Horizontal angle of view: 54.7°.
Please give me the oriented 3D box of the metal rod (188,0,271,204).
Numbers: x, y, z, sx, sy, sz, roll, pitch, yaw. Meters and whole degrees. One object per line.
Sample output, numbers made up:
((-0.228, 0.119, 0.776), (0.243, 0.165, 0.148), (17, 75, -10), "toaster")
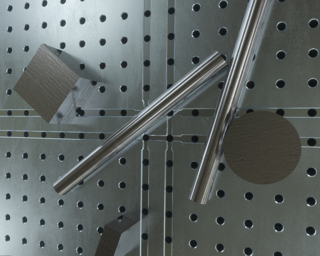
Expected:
((0.090, -0.051, 0.380), (0.025, 0.025, 0.298), (18, 96, 19), "metal rod")

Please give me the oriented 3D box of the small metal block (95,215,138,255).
((-0.059, 0.152, 0.420), (0.025, 0.050, 0.050), (21, 97, 19), "small metal block")

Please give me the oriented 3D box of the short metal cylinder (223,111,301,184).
((0.117, 0.021, 0.358), (0.080, 0.050, 0.079), (0, 90, 20), "short metal cylinder")

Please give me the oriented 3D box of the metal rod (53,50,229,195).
((-0.036, 0.002, 0.425), (0.300, 0.025, 0.025), (-38, 78, 16), "metal rod")

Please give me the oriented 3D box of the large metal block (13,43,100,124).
((-0.151, -0.062, 0.452), (0.080, 0.050, 0.080), (41, 103, 15), "large metal block")
